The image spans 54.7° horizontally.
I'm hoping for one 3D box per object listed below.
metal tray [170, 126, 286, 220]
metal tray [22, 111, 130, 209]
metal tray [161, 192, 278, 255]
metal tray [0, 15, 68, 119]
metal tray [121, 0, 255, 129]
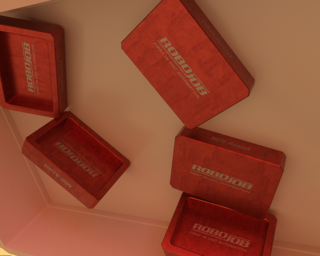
[{"bbox_3d":[0.081,0.056,0.396,0.130,0.030,0.089,17,125,18],"label":"metal tray"},{"bbox_3d":[-0.119,0.043,0.453,0.130,0.090,0.030,40,130,0],"label":"metal tray"},{"bbox_3d":[0.079,0.143,0.409,0.130,0.090,0.030,12,142,21],"label":"metal tray"},{"bbox_3d":[-0.181,-0.081,0.431,0.091,0.030,0.129,11,126,2],"label":"metal tray"},{"bbox_3d":[0.030,-0.071,0.345,0.090,0.030,0.130,-34,100,38],"label":"metal tray"}]
